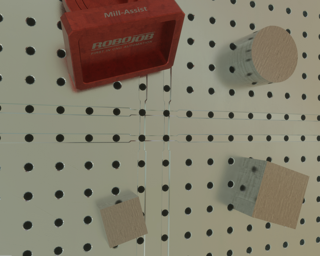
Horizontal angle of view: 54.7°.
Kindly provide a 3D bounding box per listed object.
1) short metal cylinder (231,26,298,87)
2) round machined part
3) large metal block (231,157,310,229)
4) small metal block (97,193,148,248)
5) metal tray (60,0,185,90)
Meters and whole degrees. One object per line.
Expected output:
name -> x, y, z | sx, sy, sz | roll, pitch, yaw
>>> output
short metal cylinder -> 0.153, -0.104, 0.458 | 0.081, 0.050, 0.079 | 0, 90, -21
round machined part -> -0.069, -0.159, 0.379 | 0.099, 0.042, 0.097 | 0, 90, -20
large metal block -> 0.164, 0.096, 0.462 | 0.081, 0.050, 0.080 | 20, 83, -19
small metal block -> -0.048, 0.117, 0.396 | 0.050, 0.025, 0.050 | -15, 95, -20
metal tray -> -0.042, -0.098, 0.362 | 0.131, 0.089, 0.030 | -17, 61, -20
